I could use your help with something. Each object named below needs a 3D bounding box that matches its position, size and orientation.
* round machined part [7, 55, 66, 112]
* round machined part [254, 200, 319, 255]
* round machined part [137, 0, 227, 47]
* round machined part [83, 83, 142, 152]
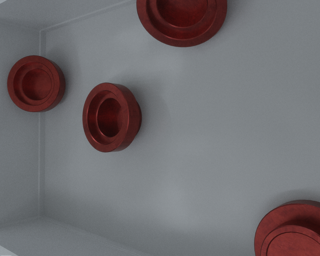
[{"bbox_3d":[-0.214,-0.076,0.551,0.099,0.042,0.097,0,91,8],"label":"round machined part"},{"bbox_3d":[0.134,0.119,0.285,0.098,0.042,0.097,0,90,39],"label":"round machined part"},{"bbox_3d":[0.026,-0.144,0.349,0.098,0.098,0.042,-26,39,36],"label":"round machined part"},{"bbox_3d":[-0.065,-0.015,0.447,0.098,0.042,0.097,0,90,39],"label":"round machined part"}]
